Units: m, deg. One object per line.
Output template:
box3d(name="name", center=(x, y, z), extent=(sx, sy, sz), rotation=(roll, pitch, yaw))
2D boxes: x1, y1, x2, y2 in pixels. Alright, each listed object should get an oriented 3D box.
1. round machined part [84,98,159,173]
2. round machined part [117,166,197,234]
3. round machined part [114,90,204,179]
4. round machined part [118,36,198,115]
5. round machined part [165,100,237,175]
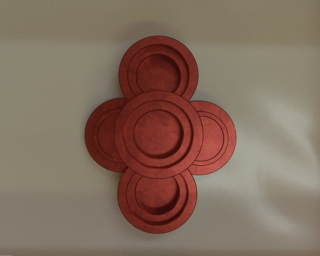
box3d(name="round machined part", center=(-0.049, 0.009, 0.400), extent=(0.099, 0.042, 0.097), rotation=(0, 90, -1))
box3d(name="round machined part", center=(-0.003, 0.082, 0.401), extent=(0.099, 0.042, 0.097), rotation=(0, 90, -1))
box3d(name="round machined part", center=(-0.002, 0.007, 0.359), extent=(0.099, 0.042, 0.097), rotation=(0, 90, -1))
box3d(name="round machined part", center=(-0.002, -0.065, 0.401), extent=(0.099, 0.042, 0.097), rotation=(0, 90, -1))
box3d(name="round machined part", center=(0.051, 0.013, 0.401), extent=(0.099, 0.042, 0.097), rotation=(0, 90, -1))
